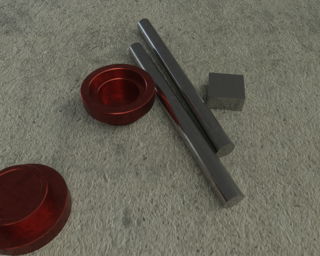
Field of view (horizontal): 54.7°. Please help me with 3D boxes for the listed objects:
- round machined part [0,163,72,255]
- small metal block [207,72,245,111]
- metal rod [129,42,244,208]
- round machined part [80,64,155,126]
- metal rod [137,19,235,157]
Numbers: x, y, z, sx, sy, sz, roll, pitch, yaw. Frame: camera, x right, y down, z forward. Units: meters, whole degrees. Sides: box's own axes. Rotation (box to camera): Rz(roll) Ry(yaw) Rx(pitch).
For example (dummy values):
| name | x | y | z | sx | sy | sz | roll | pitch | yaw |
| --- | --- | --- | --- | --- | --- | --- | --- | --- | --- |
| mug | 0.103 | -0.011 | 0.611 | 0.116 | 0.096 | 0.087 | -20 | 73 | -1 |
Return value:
| name | x | y | z | sx | sy | sz | roll | pitch | yaw |
| --- | --- | --- | --- | --- | --- | --- | --- | --- | --- |
| round machined part | -0.148 | 0.078 | 0.326 | 0.099 | 0.042 | 0.098 | 0 | 50 | 0 |
| small metal block | 0.094 | -0.053 | 0.449 | 0.050 | 0.025 | 0.050 | 5 | 50 | 4 |
| metal rod | 0.020 | -0.025 | 0.424 | 0.025 | 0.025 | 0.300 | -19 | 53 | -15 |
| round machined part | -0.056 | -0.042 | 0.427 | 0.099 | 0.042 | 0.098 | 0 | 50 | 0 |
| metal rod | 0.026 | -0.079 | 0.469 | 0.025 | 0.025 | 0.300 | -17 | 52 | -14 |
